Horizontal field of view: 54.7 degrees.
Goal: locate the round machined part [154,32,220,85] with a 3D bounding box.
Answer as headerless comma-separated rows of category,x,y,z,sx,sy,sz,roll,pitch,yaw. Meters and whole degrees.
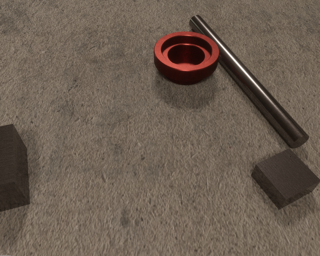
round machined part,0.040,-0.104,0.480,0.099,0.042,0.098,0,50,0

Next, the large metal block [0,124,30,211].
large metal block,-0.196,0.049,0.343,0.081,0.050,0.080,-13,52,-12

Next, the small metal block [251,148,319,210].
small metal block,0.143,0.058,0.357,0.050,0.025,0.050,-21,54,-18

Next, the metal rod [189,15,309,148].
metal rod,0.121,-0.089,0.479,0.025,0.025,0.300,-17,52,-14
